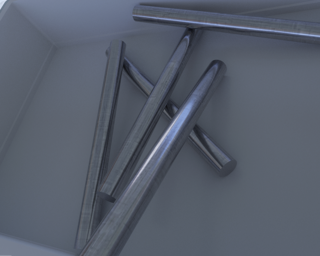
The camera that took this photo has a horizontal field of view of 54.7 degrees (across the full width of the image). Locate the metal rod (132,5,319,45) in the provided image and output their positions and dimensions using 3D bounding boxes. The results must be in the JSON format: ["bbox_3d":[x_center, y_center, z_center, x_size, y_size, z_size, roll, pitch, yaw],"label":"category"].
[{"bbox_3d":[0.095,-0.140,0.415,0.301,0.025,0.025,16,70,25],"label":"metal rod"}]

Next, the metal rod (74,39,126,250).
[{"bbox_3d":[-0.077,0.007,0.424,0.025,0.025,0.299,-7,64,25],"label":"metal rod"}]

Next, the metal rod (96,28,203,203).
[{"bbox_3d":[0.001,-0.044,0.399,0.025,0.025,0.300,6,54,31],"label":"metal rod"}]

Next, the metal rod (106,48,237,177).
[{"bbox_3d":[-0.003,-0.042,0.433,0.025,0.025,0.300,-42,51,0],"label":"metal rod"}]

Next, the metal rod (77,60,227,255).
[{"bbox_3d":[0.014,0.010,0.315,0.025,0.025,0.301,3,39,30],"label":"metal rod"}]
